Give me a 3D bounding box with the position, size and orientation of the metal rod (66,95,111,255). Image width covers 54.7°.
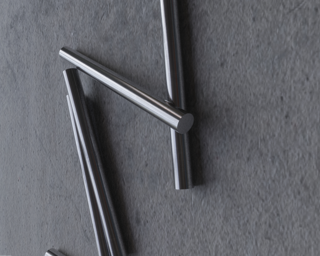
[{"bbox_3d":[-0.108,0.087,0.491,0.025,0.025,0.299,-24,75,37],"label":"metal rod"}]

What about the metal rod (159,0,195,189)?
[{"bbox_3d":[0.018,-0.075,0.388,0.025,0.025,0.298,-8,85,39],"label":"metal rod"}]

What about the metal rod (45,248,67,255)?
[{"bbox_3d":[-0.084,0.247,0.471,0.300,0.025,0.025,7,95,39],"label":"metal rod"}]

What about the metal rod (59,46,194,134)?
[{"bbox_3d":[-0.067,-0.067,0.438,0.300,0.025,0.025,33,111,41],"label":"metal rod"}]

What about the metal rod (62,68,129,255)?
[{"bbox_3d":[-0.102,0.048,0.477,0.025,0.025,0.299,-26,77,37],"label":"metal rod"}]
